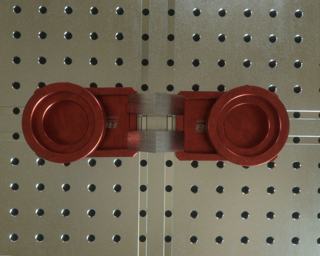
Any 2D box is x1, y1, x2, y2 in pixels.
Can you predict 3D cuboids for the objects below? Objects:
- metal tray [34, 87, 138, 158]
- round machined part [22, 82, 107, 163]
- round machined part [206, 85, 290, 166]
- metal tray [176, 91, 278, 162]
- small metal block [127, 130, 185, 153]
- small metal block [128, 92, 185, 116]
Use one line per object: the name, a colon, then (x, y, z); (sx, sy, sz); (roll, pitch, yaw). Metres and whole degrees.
metal tray: (-0.095, -0.007, 0.411); (0.131, 0.030, 0.089); (-1, 92, 0)
round machined part: (-0.116, -0.006, 0.391); (0.099, 0.042, 0.097); (0, 90, 0)
round machined part: (0.107, -0.003, 0.393); (0.099, 0.042, 0.097); (0, 90, 0)
metal tray: (0.086, -0.002, 0.412); (0.131, 0.030, 0.089); (1, 90, 0)
small metal block: (-0.005, 0.016, 0.386); (0.050, 0.050, 0.025); (1, 90, 44)
small metal block: (-0.005, -0.029, 0.386); (0.050, 0.050, 0.025); (1, 90, 44)
